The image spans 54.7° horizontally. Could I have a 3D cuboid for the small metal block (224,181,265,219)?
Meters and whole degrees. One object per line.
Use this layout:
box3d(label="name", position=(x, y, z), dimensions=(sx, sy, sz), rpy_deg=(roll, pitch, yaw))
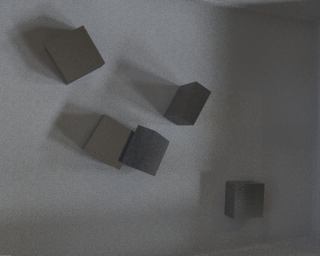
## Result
box3d(label="small metal block", position=(0.125, 0.105, 0.459), dimensions=(0.050, 0.025, 0.050), rpy_deg=(3, 89, -20))

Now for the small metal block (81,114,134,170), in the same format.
box3d(label="small metal block", position=(-0.062, 0.018, 0.388), dimensions=(0.050, 0.025, 0.050), rpy_deg=(33, 79, -17))

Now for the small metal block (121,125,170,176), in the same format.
box3d(label="small metal block", position=(-0.017, 0.030, 0.391), dimensions=(0.050, 0.025, 0.050), rpy_deg=(-67, 153, -8))

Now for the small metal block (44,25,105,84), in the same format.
box3d(label="small metal block", position=(-0.103, -0.087, 0.373), dimensions=(0.050, 0.025, 0.050), rpy_deg=(-33, 101, -17))

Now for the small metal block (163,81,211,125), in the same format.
box3d(label="small metal block", position=(0.035, -0.031, 0.411), dimensions=(0.025, 0.050, 0.050), rpy_deg=(32, 80, -18))
